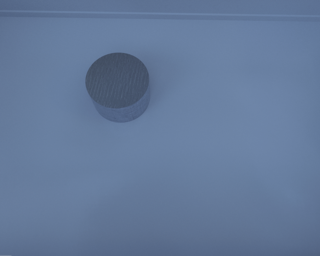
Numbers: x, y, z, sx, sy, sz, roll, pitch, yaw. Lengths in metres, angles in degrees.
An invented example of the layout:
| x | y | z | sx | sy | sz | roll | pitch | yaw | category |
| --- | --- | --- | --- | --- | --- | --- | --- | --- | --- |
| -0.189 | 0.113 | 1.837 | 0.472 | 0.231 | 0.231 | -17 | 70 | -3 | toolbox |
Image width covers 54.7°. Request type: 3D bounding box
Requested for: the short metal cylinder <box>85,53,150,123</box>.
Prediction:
| x | y | z | sx | sy | sz | roll | pitch | yaw | category |
| --- | --- | --- | --- | --- | --- | --- | --- | --- | --- |
| -0.054 | -0.053 | 0.415 | 0.081 | 0.050 | 0.080 | 0 | 70 | 0 | short metal cylinder |
